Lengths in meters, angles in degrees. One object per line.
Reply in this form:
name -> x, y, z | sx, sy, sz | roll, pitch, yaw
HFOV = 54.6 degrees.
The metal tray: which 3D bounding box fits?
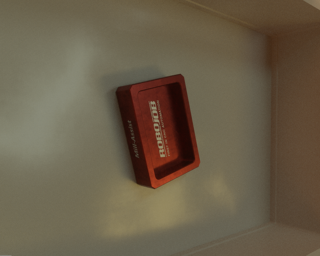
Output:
metal tray -> 0.001, 0.002, 0.403 | 0.091, 0.030, 0.129 | -20, 103, -38
